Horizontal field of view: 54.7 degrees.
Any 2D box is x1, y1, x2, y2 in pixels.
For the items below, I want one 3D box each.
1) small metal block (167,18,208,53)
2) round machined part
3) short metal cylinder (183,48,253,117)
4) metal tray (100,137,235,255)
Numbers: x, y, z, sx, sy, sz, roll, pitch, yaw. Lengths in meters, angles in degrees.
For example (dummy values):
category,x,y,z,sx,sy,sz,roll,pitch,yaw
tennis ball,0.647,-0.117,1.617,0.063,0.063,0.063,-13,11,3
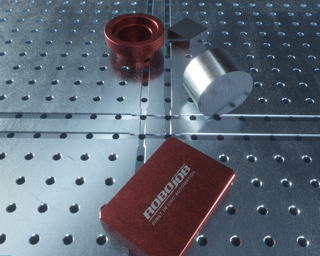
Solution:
category,x,y,z,sx,sy,sz,roll,pitch,yaw
small metal block,0.048,-0.165,0.547,0.050,0.025,0.050,36,58,26
round machined part,-0.042,-0.149,0.521,0.099,0.042,0.098,0,50,0
short metal cylinder,0.078,-0.061,0.424,0.081,0.080,0.050,-16,52,-13
metal tray,0.011,0.078,0.339,0.090,0.030,0.131,30,56,22
